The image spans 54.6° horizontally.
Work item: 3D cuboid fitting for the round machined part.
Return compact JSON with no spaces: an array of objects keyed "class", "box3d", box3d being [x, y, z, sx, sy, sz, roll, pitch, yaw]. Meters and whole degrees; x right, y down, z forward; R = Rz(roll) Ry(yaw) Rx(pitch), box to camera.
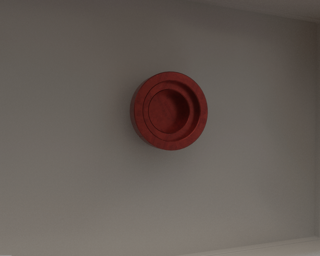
[{"class":"round machined part","box3d":[0.008,-0.021,0.401,0.099,0.042,0.097,0,90,-20]}]
